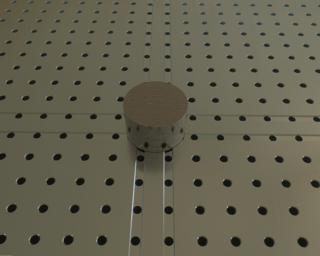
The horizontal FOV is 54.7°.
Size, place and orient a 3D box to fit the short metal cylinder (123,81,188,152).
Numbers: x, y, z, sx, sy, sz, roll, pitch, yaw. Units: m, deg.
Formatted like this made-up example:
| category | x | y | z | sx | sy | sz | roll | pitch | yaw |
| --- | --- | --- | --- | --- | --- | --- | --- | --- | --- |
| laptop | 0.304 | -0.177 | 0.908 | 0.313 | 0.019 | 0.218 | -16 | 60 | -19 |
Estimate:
| category | x | y | z | sx | sy | sz | roll | pitch | yaw |
| --- | --- | --- | --- | --- | --- | --- | --- | --- | --- |
| short metal cylinder | -0.006 | -0.015 | 0.404 | 0.081 | 0.050 | 0.080 | 0 | 50 | 0 |
